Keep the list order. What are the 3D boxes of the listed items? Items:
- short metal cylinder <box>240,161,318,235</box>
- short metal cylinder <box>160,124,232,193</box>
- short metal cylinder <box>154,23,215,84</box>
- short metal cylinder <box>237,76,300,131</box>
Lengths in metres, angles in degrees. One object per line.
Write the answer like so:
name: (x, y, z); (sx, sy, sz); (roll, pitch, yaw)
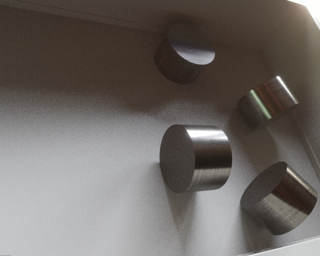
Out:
short metal cylinder: (0.151, 0.090, 0.400); (0.050, 0.080, 0.080); (44, 51, 1)
short metal cylinder: (0.040, 0.036, 0.372); (0.050, 0.080, 0.080); (1, 61, -28)
short metal cylinder: (0.037, -0.115, 0.482); (0.081, 0.050, 0.080); (14, 56, -21)
short metal cylinder: (0.169, -0.037, 0.487); (0.081, 0.080, 0.050); (-19, 72, -35)
